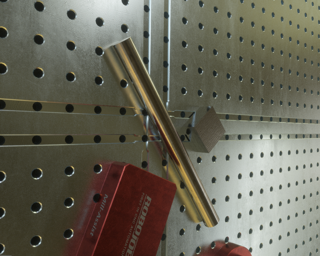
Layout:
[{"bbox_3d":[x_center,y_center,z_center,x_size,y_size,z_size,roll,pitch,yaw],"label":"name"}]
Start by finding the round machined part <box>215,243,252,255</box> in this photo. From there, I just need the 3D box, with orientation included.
[{"bbox_3d":[0.127,0.245,0.509,0.099,0.042,0.097,0,90,-40],"label":"round machined part"}]

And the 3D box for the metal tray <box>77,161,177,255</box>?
[{"bbox_3d":[-0.037,0.116,0.377,0.090,0.030,0.130,30,71,-36],"label":"metal tray"}]

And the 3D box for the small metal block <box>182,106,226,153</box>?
[{"bbox_3d":[0.067,0.002,0.468,0.050,0.025,0.050,-47,118,-30],"label":"small metal block"}]

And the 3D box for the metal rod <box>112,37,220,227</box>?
[{"bbox_3d":[0.017,0.020,0.425,0.025,0.025,0.299,-41,115,-32],"label":"metal rod"}]
